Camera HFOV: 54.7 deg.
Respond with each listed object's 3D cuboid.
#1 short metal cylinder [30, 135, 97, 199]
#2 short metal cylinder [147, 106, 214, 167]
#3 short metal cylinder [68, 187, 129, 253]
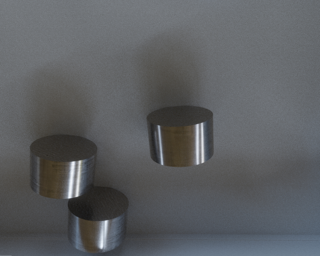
[{"bbox_3d":[-0.124,0.047,0.398,0.081,0.080,0.050,8,110,-3],"label":"short metal cylinder"},{"bbox_3d":[0.026,0.008,0.385,0.081,0.080,0.050,-4,110,1],"label":"short metal cylinder"},{"bbox_3d":[-0.085,0.124,0.426,0.081,0.080,0.050,6,110,-3],"label":"short metal cylinder"}]
